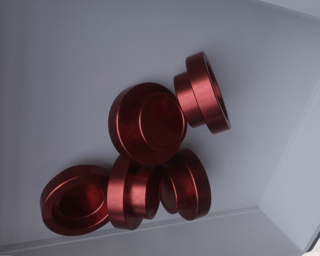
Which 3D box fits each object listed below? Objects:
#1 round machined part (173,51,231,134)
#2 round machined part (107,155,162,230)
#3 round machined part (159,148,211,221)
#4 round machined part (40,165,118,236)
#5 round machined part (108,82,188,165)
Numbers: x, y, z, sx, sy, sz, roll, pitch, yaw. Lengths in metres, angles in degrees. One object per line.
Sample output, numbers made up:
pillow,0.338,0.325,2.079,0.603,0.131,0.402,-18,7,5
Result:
round machined part,0.048,-0.038,0.371,0.042,0.098,0.098,-19,131,16
round machined part,-0.027,0.079,0.394,0.042,0.098,0.097,2,126,16
round machined part,0.025,0.079,0.424,0.042,0.098,0.097,-12,124,-23
round machined part,-0.101,0.087,0.396,0.099,0.042,0.097,-14,124,-21
round machined part,-0.007,-0.005,0.361,0.099,0.042,0.097,3,85,-37
